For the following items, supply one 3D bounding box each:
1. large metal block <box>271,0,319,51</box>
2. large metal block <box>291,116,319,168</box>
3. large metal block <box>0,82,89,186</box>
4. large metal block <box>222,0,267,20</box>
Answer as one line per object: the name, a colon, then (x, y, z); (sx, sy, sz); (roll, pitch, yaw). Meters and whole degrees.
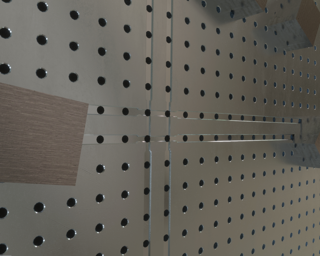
large metal block: (0.274, -0.215, 0.620); (0.080, 0.050, 0.080); (36, 68, -34)
large metal block: (0.336, 0.030, 0.672); (0.080, 0.050, 0.080); (51, 60, -28)
large metal block: (-0.121, 0.009, 0.291); (0.081, 0.050, 0.080); (13, 82, -39)
large metal block: (0.137, -0.240, 0.506); (0.080, 0.050, 0.080); (33, 70, -35)
